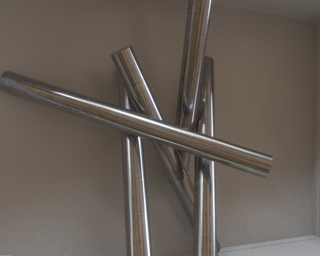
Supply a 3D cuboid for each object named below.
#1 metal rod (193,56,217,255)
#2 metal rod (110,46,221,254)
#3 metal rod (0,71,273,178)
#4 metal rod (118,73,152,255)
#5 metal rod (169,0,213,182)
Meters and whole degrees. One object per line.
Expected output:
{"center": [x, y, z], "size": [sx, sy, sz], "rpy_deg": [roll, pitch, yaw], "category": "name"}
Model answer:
{"center": [0.054, 0.040, 0.371], "size": [0.025, 0.025, 0.299], "rpy_deg": [14, 62, -20], "category": "metal rod"}
{"center": [0.016, 0.044, 0.382], "size": [0.025, 0.025, 0.299], "rpy_deg": [-31, 113, -17], "category": "metal rod"}
{"center": [-0.031, -0.006, 0.336], "size": [0.301, 0.025, 0.025], "rpy_deg": [18, 83, 5], "category": "metal rod"}
{"center": [-0.028, 0.056, 0.336], "size": [0.025, 0.025, 0.299], "rpy_deg": [4, 64, -20], "category": "metal rod"}
{"center": [0.036, -0.061, 0.359], "size": [0.025, 0.025, 0.298], "rpy_deg": [-5, 117, -20], "category": "metal rod"}
